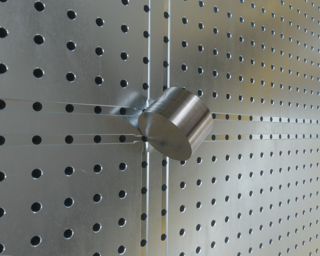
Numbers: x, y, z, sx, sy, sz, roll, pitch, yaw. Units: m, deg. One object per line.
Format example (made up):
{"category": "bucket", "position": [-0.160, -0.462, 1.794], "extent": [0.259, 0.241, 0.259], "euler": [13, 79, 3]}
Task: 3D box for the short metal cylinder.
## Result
{"category": "short metal cylinder", "position": [0.019, -0.005, 0.391], "extent": [0.050, 0.080, 0.080], "euler": [-48, 119, -29]}
